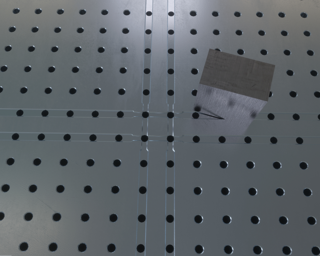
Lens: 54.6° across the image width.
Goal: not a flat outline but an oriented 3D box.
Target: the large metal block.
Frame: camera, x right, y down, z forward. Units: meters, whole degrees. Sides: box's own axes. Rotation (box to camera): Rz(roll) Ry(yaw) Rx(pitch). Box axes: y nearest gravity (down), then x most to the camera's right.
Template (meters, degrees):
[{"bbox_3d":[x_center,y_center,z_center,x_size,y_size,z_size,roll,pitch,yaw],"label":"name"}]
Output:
[{"bbox_3d":[0.091,-0.050,0.401,0.080,0.080,0.050,16,71,6],"label":"large metal block"}]
